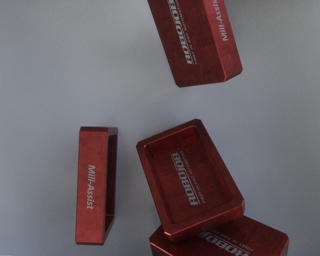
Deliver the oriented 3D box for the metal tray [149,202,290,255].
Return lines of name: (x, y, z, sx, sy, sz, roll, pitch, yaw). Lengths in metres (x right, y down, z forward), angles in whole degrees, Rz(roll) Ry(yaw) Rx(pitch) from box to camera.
metal tray: (0.065, 0.134, 0.351, 0.130, 0.091, 0.030, 18, 131, 35)

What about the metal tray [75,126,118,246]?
metal tray: (-0.074, 0.063, 0.378, 0.030, 0.090, 0.129, 2, 90, 0)

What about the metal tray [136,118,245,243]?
metal tray: (0.032, 0.057, 0.371, 0.090, 0.030, 0.130, -22, 51, -1)

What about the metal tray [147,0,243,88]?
metal tray: (0.037, -0.116, 0.363, 0.030, 0.090, 0.129, -29, 107, -30)
